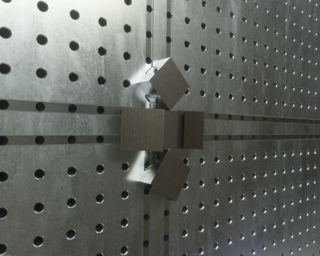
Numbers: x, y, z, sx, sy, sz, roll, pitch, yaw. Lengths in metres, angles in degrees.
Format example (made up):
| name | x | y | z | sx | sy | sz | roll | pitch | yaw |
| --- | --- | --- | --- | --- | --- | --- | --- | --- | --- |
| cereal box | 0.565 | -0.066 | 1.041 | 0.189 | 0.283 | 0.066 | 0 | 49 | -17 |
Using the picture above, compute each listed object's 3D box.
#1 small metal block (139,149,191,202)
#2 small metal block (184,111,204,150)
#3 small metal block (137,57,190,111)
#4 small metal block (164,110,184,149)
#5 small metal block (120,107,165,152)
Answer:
| name | x | y | z | sx | sy | sz | roll | pitch | yaw |
| --- | --- | --- | --- | --- | --- | --- | --- | --- | --- |
| small metal block | 0.008 | 0.063 | 0.414 | 0.050 | 0.025 | 0.050 | 41 | 66 | -31 |
| small metal block | 0.048 | 0.004 | 0.431 | 0.050 | 0.025 | 0.050 | 11 | 80 | -80 |
| small metal block | 0.006 | -0.057 | 0.413 | 0.050 | 0.025 | 0.050 | -52 | 120 | -28 |
| small metal block | 0.007 | 0.003 | 0.413 | 0.050 | 0.025 | 0.050 | 2 | 88 | -40 |
| small metal block | -0.021 | 0.002 | 0.374 | 0.050 | 0.025 | 0.050 | 2 | 89 | -4 |
